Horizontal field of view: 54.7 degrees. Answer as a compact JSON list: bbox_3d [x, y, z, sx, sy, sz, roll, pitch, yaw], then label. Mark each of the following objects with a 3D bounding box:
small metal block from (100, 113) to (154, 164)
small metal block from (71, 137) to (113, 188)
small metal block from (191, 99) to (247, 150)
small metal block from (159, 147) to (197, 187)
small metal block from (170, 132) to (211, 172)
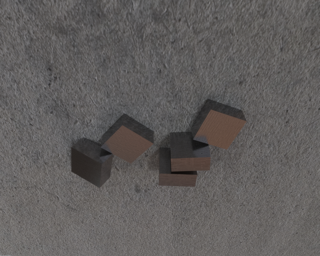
[{"bbox_3d":[-0.044,0.015,0.420,0.050,0.025,0.050,32,123,-25],"label":"small metal block"},{"bbox_3d":[-0.096,0.049,0.434,0.050,0.025,0.050,26,131,15],"label":"small metal block"},{"bbox_3d":[0.075,-0.004,0.402,0.050,0.025,0.050,17,124,-14],"label":"small metal block"},{"bbox_3d":[0.024,0.055,0.437,0.050,0.050,0.025,2,130,-2],"label":"small metal block"},{"bbox_3d":[0.040,0.031,0.417,0.050,0.050,0.025,-2,131,2],"label":"small metal block"}]
